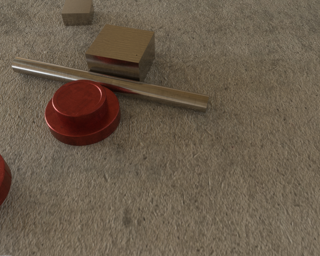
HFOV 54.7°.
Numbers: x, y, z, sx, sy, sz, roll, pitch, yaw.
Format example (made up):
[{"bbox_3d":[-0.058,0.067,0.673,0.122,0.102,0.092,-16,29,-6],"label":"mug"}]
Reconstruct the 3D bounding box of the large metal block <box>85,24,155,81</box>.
[{"bbox_3d":[-0.058,-0.112,0.481,0.080,0.050,0.080,12,51,10],"label":"large metal block"}]

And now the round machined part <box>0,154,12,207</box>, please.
[{"bbox_3d":[-0.211,0.067,0.334,0.099,0.042,0.098,0,50,0],"label":"round machined part"}]

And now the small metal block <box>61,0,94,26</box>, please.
[{"bbox_3d":[-0.154,-0.219,0.586,0.050,0.025,0.050,-2,50,-2],"label":"small metal block"}]

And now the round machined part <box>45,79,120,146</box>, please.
[{"bbox_3d":[-0.104,-0.027,0.414,0.099,0.042,0.098,0,50,0],"label":"round machined part"}]

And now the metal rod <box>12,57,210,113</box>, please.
[{"bbox_3d":[-0.078,-0.066,0.457,0.301,0.025,0.025,13,51,10],"label":"metal rod"}]
